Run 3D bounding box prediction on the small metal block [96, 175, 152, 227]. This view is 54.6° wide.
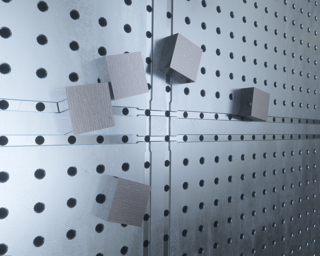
[{"bbox_3d":[-0.043,0.088,0.373,0.050,0.025,0.050,24,75,-37],"label":"small metal block"}]

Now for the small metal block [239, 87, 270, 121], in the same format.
[{"bbox_3d":[0.167,-0.041,0.547,0.050,0.025,0.050,13,82,-39],"label":"small metal block"}]

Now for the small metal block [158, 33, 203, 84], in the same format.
[{"bbox_3d":[0.029,-0.096,0.432,0.050,0.025,0.050,22,76,-38],"label":"small metal block"}]

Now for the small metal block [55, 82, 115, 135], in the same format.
[{"bbox_3d":[-0.081,-0.022,0.340,0.050,0.025,0.050,-14,99,-39],"label":"small metal block"}]

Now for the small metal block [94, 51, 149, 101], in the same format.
[{"bbox_3d":[-0.045,-0.062,0.370,0.050,0.025,0.050,-19,102,-38],"label":"small metal block"}]
